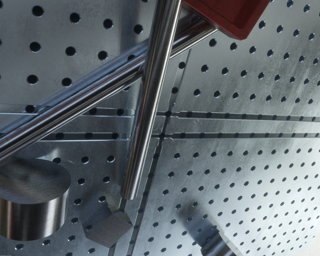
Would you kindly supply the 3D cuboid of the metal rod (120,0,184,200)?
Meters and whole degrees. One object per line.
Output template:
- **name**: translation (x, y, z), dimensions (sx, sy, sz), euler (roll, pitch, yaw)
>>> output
- **metal rod**: translation (-0.015, -0.025, 0.362), dimensions (0.025, 0.025, 0.298), euler (-5, 129, -26)

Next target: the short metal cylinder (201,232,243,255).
- **short metal cylinder**: translation (0.125, 0.250, 0.602), dimensions (0.050, 0.080, 0.080), euler (-45, 130, 3)

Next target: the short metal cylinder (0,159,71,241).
- **short metal cylinder**: translation (-0.143, 0.077, 0.346), dimensions (0.081, 0.080, 0.050), euler (0, 119, -29)

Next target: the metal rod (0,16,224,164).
- **metal rod**: translation (-0.054, -0.051, 0.351), dimensions (0.301, 0.025, 0.025), euler (-32, 129, -8)

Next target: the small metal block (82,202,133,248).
- **small metal block**: translation (-0.077, 0.145, 0.460), dimensions (0.050, 0.025, 0.050), euler (-43, 130, 1)

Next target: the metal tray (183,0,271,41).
- **metal tray**: translation (0.058, -0.162, 0.319), dimensions (0.131, 0.030, 0.090), euler (25, 104, -23)
